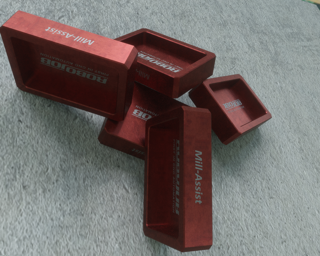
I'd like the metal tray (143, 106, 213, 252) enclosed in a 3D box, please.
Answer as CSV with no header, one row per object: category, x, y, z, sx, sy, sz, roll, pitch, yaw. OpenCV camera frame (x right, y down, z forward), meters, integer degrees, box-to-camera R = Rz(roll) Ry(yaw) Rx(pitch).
metal tray,0.015,0.049,0.318,0.030,0.090,0.129,5,80,-26

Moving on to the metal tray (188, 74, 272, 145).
metal tray,0.109,-0.033,0.462,0.131,0.030,0.090,-19,71,-51

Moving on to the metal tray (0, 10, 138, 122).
metal tray,-0.094,-0.062,0.332,0.131,0.089,0.030,18,53,2

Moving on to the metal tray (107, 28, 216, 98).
metal tray,-0.003,-0.093,0.421,0.130,0.030,0.091,29,45,27

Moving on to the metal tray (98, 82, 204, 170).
metal tray,-0.004,-0.001,0.402,0.131,0.030,0.090,23,53,-15
